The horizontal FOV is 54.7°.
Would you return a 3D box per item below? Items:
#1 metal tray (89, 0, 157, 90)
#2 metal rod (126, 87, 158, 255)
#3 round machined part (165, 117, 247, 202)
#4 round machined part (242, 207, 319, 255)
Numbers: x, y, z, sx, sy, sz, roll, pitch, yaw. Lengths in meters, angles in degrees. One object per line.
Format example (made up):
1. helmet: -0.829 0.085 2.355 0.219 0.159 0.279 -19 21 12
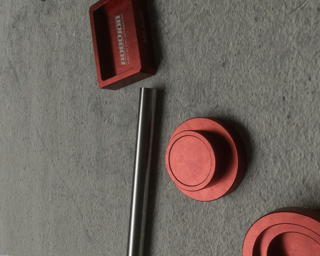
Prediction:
1. metal tray: -0.057 -0.129 0.448 0.090 0.030 0.129 -14 81 39
2. metal rod: -0.027 0.095 0.427 0.025 0.025 0.298 8 95 39
3. round machined part: 0.045 0.036 0.357 0.098 0.042 0.097 0 90 40
4. round machined part: 0.131 0.122 0.286 0.098 0.042 0.097 0 90 40
